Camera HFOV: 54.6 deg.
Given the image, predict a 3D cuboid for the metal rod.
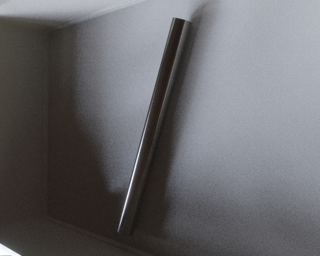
[{"bbox_3d":[-0.011,0.008,0.414,0.025,0.025,0.298,25,106,37],"label":"metal rod"}]
